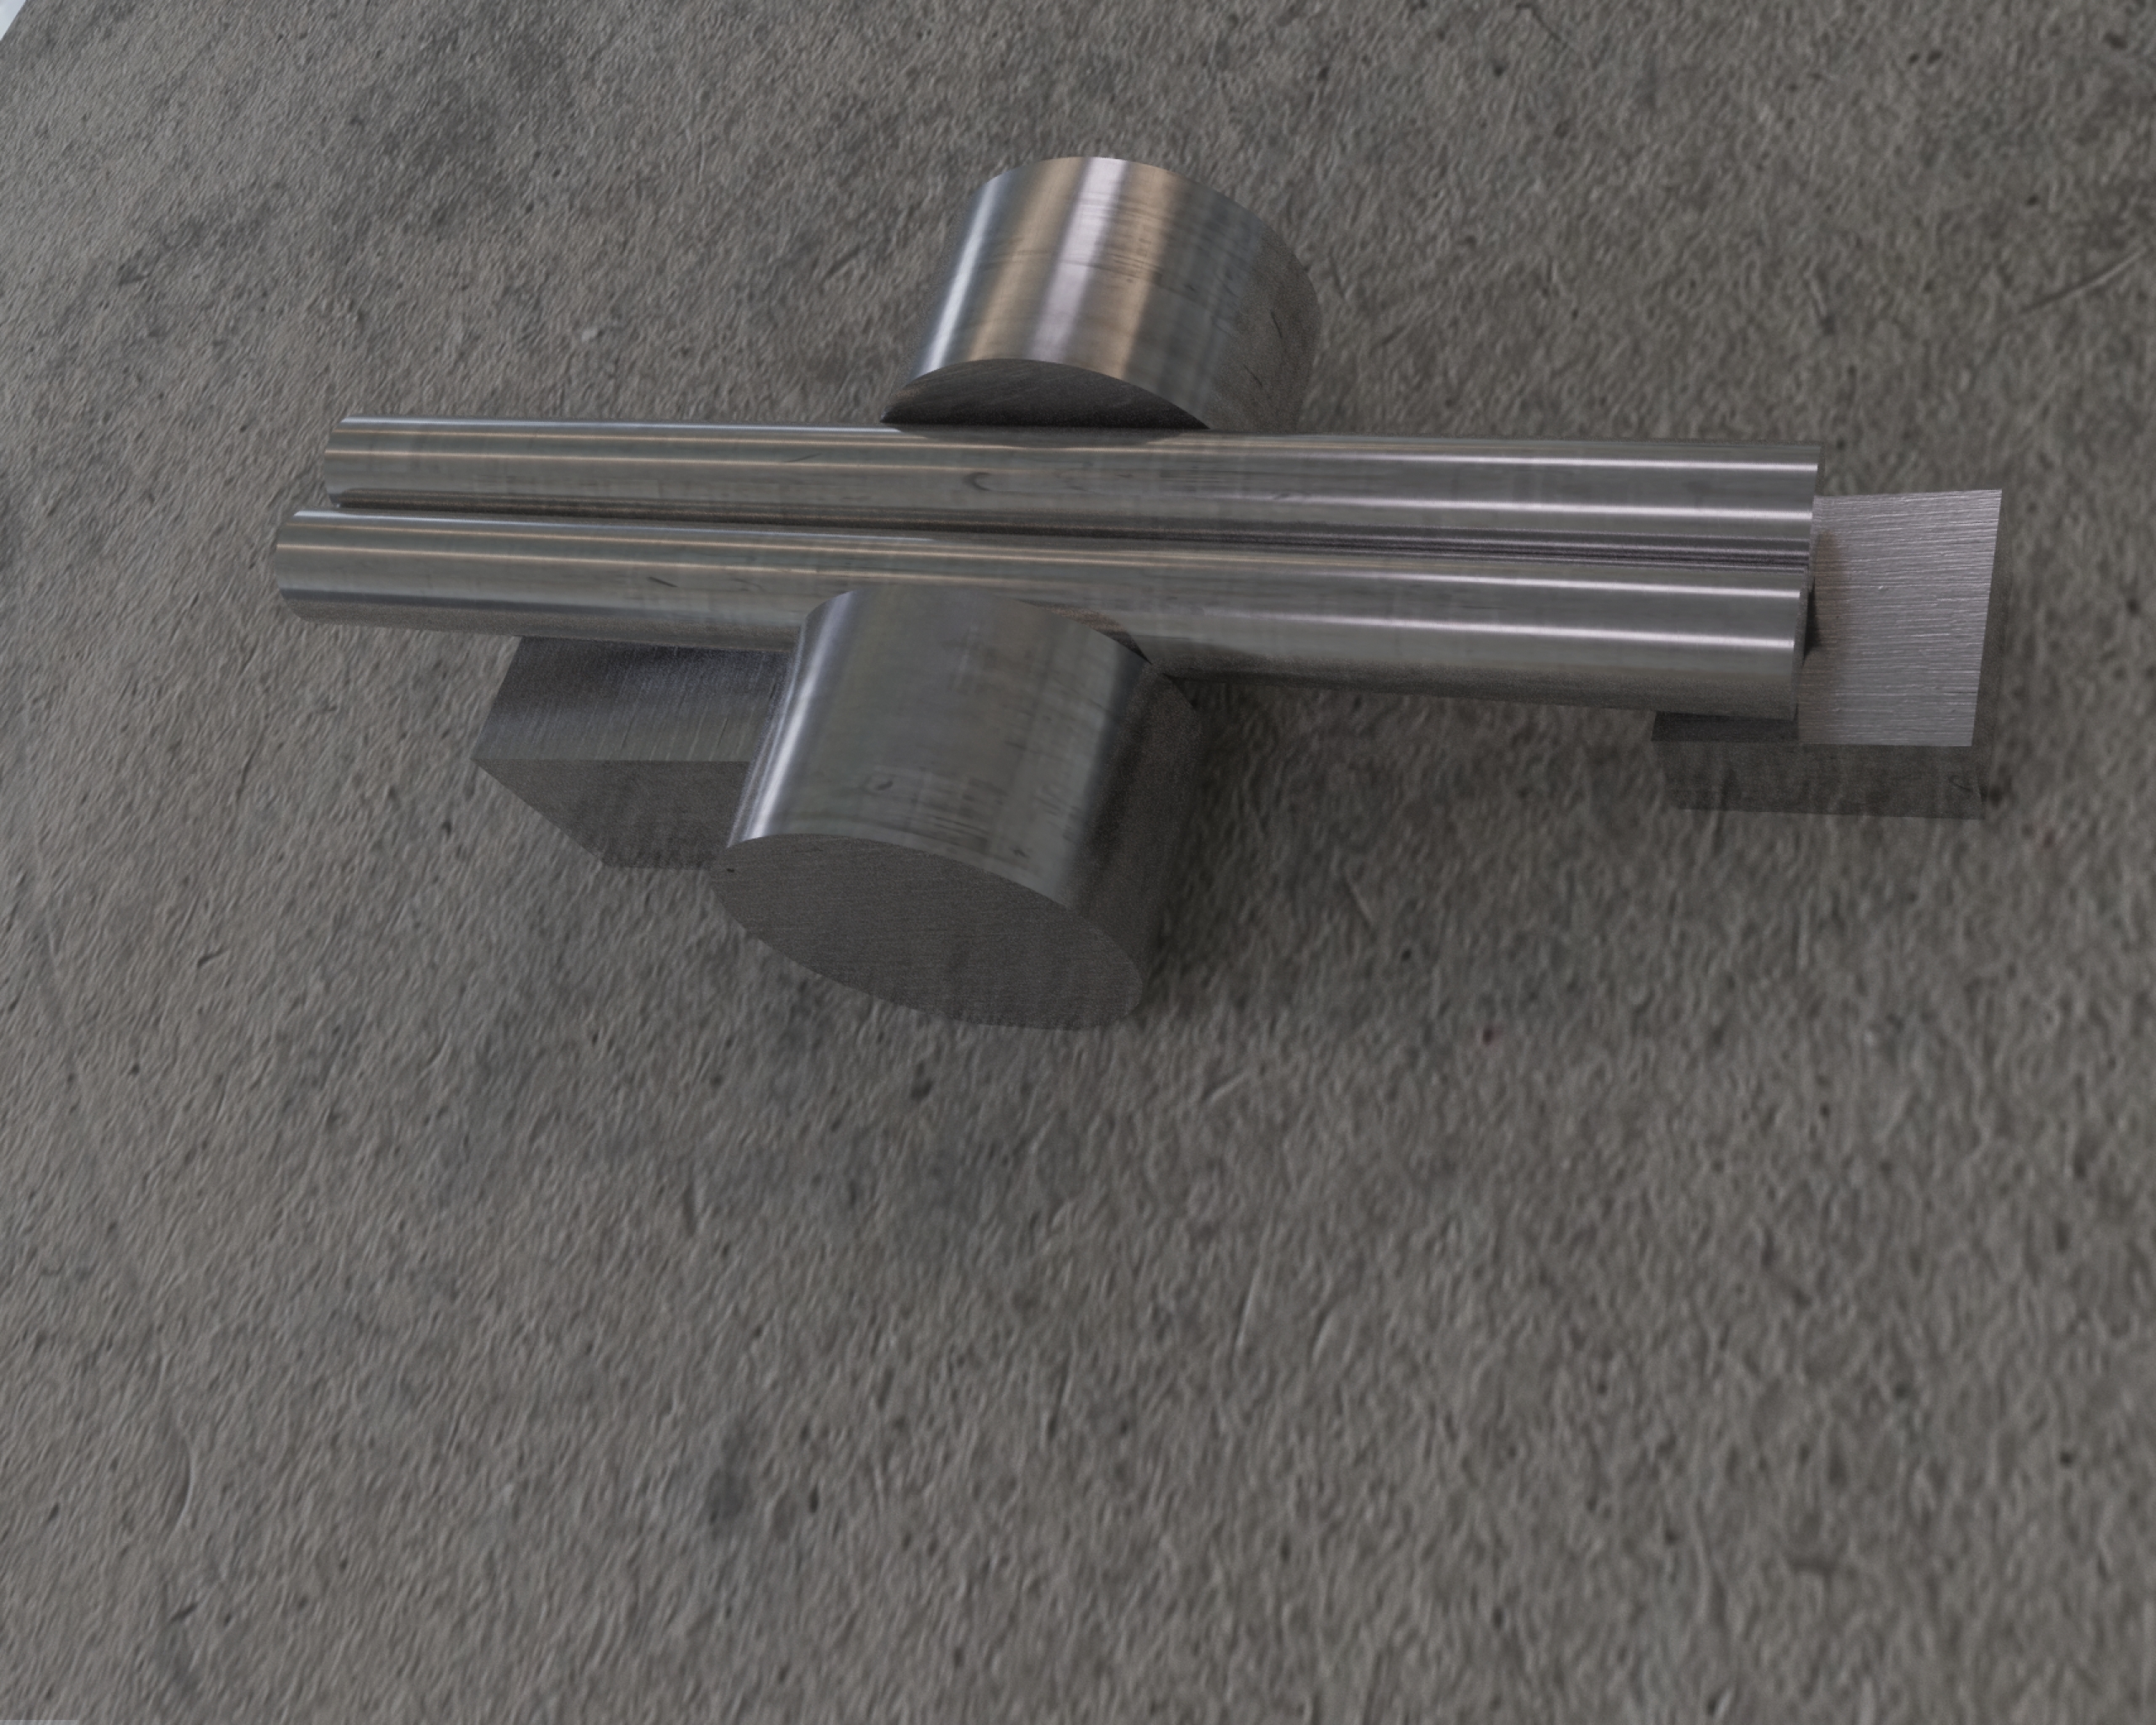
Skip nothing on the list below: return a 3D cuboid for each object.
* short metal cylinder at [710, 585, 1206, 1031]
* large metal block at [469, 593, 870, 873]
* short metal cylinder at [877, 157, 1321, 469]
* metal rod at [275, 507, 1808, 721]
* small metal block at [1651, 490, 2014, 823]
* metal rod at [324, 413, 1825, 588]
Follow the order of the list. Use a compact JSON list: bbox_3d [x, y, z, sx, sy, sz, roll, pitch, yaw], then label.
[{"bbox_3d":[-0.021,-0.008,0.386,0.080,0.080,0.050,2,63,29],"label":"short metal cylinder"},{"bbox_3d":[-0.072,-0.044,0.454,0.080,0.050,0.080,2,63,29],"label":"large metal block"},{"bbox_3d":[0.005,-0.096,0.426,0.080,0.080,0.050,2,63,29],"label":"short metal cylinder"},{"bbox_3d":[-0.023,-0.049,0.390,0.301,0.025,0.025,6,64,22],"label":"metal rod"},{"bbox_3d":[0.131,-0.035,0.359,0.050,0.025,0.050,3,63,30],"label":"small metal block"},{"bbox_3d":[-0.017,-0.071,0.400,0.301,0.025,0.025,6,64,22],"label":"metal rod"}]
